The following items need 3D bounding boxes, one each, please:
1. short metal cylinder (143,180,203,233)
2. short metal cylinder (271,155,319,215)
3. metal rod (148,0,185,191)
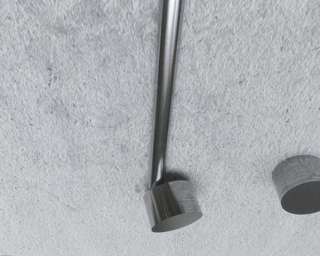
[{"bbox_3d":[0.019,0.121,0.476,0.081,0.050,0.080,-14,149,-8],"label":"short metal cylinder"},{"bbox_3d":[0.216,0.086,0.466,0.081,0.050,0.079,0,130,0],"label":"short metal cylinder"},{"bbox_3d":[0.004,-0.025,0.385,0.025,0.025,0.298,3,130,-3],"label":"metal rod"}]
